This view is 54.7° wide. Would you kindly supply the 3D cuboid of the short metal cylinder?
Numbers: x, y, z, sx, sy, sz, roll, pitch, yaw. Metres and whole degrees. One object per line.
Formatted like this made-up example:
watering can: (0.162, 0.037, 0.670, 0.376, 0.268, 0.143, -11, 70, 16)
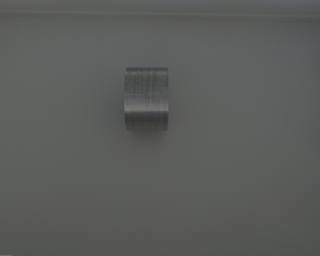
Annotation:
short metal cylinder: (-0.016, -0.036, 0.391, 0.050, 0.080, 0.080, 0, 70, 0)
